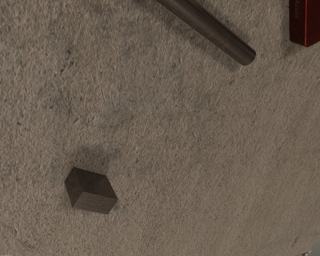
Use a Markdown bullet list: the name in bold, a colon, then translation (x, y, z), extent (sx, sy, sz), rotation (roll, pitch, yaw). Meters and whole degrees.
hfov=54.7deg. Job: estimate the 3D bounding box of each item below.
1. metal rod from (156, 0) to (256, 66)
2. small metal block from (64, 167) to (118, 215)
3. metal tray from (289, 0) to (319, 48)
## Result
- **metal rod**: translation (0.006, -0.142, 0.323), extent (0.302, 0.025, 0.025), rotation (23, 106, -37)
- **small metal block**: translation (-0.088, 0.080, 0.393), extent (0.050, 0.050, 0.025), rotation (24, 105, -37)
- **metal tray**: translation (0.217, -0.185, 0.410), extent (0.090, 0.030, 0.129), rotation (-28, 128, -11)
